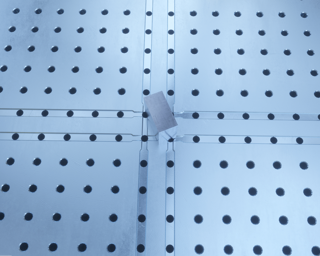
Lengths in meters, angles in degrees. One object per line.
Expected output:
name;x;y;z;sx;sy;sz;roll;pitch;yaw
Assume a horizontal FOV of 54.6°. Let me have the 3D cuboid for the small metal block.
small metal block;0.001;-0.012;0.403;0.025;0.050;0.050;-21;72;-7
